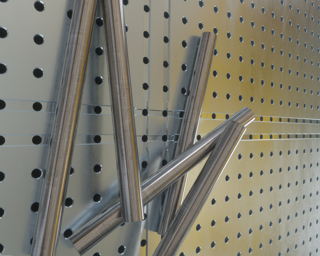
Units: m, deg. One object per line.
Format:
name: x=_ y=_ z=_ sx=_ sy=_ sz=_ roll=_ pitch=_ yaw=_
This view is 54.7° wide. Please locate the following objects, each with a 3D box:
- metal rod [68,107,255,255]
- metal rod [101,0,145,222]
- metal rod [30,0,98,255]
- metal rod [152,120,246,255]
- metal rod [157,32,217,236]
metal rod: x=0.020 y=0.054 z=0.401 sx=0.302 sy=0.025 sz=0.025 roll=-33 pitch=111 yaw=-26
metal rod: x=-0.045 y=-0.048 z=0.350 sx=0.025 sy=0.025 sz=0.298 roll=-3 pitch=85 yaw=-40
metal rod: x=-0.098 y=-0.015 z=0.328 sx=0.025 sy=0.025 sz=0.298 roll=13 pitch=82 yaw=-40
metal rod: x=0.027 y=0.123 z=0.394 sx=0.025 sy=0.025 sz=0.300 roll=37 pitch=79 yaw=-34
metal rod: x=0.042 y=0.002 z=0.446 sx=0.025 sy=0.025 sz=0.299 roll=22 pitch=76 yaw=-38
